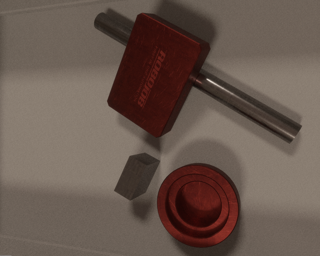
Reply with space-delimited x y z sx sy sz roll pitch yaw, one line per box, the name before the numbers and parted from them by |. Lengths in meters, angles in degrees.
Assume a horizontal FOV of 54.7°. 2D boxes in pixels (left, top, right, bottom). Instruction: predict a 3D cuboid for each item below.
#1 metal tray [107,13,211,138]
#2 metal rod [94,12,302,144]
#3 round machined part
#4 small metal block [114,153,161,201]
metal tray | -0.006 -0.064 0.389 0.090 0.030 0.129 34 118 16
metal rod | 0.036 -0.072 0.397 0.300 0.025 0.025 34 101 16
round machined part | 0.049 0.092 0.384 0.098 0.042 0.097 0 90 19
small metal block | -0.029 0.062 0.406 0.025 0.050 0.050 27 99 17
